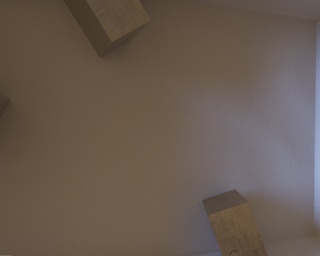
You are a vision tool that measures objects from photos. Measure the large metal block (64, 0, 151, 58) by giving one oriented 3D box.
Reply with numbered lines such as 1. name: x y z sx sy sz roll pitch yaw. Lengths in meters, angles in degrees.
1. large metal block: -0.064 -0.136 0.357 0.050 0.080 0.080 -35 102 -16

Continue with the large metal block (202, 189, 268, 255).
1. large metal block: 0.096 0.133 0.404 0.050 0.080 0.080 -20 88 3

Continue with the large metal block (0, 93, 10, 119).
1. large metal block: -0.198 -0.007 0.308 0.050 0.080 0.080 27 81 -18
